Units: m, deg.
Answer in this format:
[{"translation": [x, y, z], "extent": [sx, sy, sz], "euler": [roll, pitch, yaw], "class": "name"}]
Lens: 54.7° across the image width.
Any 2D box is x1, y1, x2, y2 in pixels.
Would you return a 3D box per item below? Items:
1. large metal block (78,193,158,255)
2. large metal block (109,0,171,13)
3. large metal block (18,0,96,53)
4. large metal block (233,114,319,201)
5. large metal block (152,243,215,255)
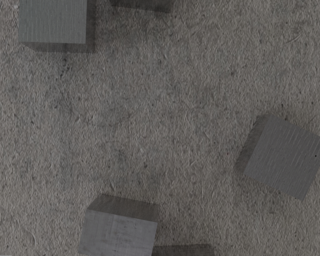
[{"translation": [-0.047, 0.121, 0.382], "extent": [0.080, 0.080, 0.050], "euler": [11, 90, 0], "class": "large metal block"}, {"translation": [-0.021, -0.201, 0.397], "extent": [0.080, 0.050, 0.080], "euler": [7, 90, 0], "class": "large metal block"}, {"translation": [-0.128, -0.142, 0.396], "extent": [0.081, 0.050, 0.080], "euler": [2, 90, 0], "class": "large metal block"}, {"translation": [0.153, 0.036, 0.398], "extent": [0.080, 0.050, 0.080], "euler": [25, 90, 0], "class": "large metal block"}, {"translation": [0.030, 0.200, 0.398], "extent": [0.081, 0.050, 0.080], "euler": [-3, 90, 0], "class": "large metal block"}]
